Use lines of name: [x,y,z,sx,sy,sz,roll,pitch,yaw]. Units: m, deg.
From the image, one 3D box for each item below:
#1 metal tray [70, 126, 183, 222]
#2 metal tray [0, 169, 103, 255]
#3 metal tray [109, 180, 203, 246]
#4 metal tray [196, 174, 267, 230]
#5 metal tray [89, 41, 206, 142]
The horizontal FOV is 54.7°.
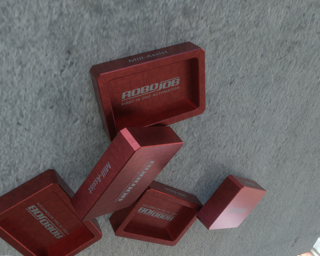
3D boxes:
metal tray: [-0.040,0.054,0.378,0.091,0.030,0.129,-2,136,-54]
metal tray: [-0.144,0.123,0.402,0.090,0.030,0.130,-31,129,-9]
metal tray: [-0.002,0.136,0.488,0.131,0.030,0.090,28,103,-38]
metal tray: [0.127,0.130,0.534,0.090,0.030,0.131,-54,144,10]
metal tray: [-0.009,-0.044,0.372,0.131,0.030,0.089,-19,126,-18]
